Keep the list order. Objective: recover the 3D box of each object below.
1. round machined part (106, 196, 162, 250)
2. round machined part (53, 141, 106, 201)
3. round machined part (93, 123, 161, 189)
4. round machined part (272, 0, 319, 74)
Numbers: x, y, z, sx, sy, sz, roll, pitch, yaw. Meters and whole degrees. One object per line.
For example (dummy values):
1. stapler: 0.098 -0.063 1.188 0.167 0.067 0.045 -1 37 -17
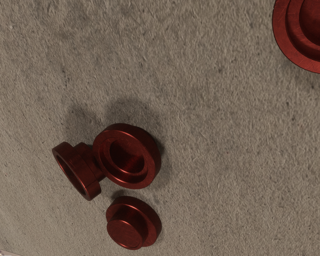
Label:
1. round machined part: -0.050 0.166 0.523 0.098 0.042 0.097 13 124 20
2. round machined part: -0.120 0.061 0.478 0.098 0.042 0.097 39 151 28
3. round machined part: -0.042 0.036 0.439 0.098 0.042 0.097 13 124 20
4. round machined part: 0.148 -0.098 0.258 0.098 0.042 0.097 13 124 20
